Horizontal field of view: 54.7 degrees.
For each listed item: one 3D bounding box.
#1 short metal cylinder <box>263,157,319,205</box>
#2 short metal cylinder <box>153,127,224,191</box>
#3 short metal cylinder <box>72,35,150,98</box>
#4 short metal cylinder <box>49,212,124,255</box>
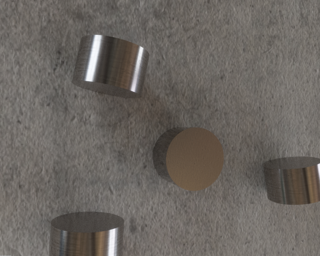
[{"bbox_3d":[0.196,0.075,0.455,0.081,0.080,0.050,-10,94,-20],"label":"short metal cylinder"},{"bbox_3d":[0.036,0.039,0.410,0.081,0.050,0.079,0,90,-21],"label":"short metal cylinder"},{"bbox_3d":[-0.056,-0.068,0.360,0.081,0.080,0.050,12,86,-20],"label":"short metal cylinder"},{"bbox_3d":[-0.082,0.130,0.350,0.081,0.080,0.050,3,89,-20],"label":"short metal cylinder"}]
